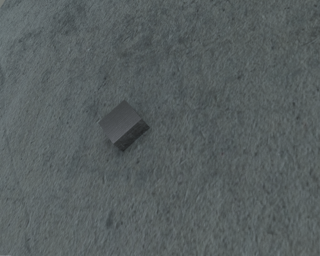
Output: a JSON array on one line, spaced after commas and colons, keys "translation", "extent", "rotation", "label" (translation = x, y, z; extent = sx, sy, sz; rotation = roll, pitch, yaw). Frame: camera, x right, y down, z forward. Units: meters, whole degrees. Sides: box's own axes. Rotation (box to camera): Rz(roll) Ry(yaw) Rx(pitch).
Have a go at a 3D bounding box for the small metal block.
[{"translation": [-0.051, -0.004, 0.434], "extent": [0.050, 0.025, 0.050], "rotation": [-42, 51, -1], "label": "small metal block"}]
